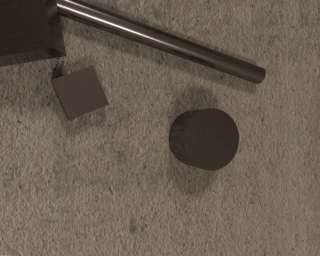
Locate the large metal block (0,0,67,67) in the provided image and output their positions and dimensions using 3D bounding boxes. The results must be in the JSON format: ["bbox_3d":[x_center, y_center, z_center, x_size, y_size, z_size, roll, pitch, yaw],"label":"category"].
[{"bbox_3d":[-0.153,-0.113,0.327,0.081,0.050,0.079,-10,94,-2],"label":"large metal block"}]

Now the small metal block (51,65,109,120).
[{"bbox_3d":[-0.096,-0.042,0.374,0.050,0.025,0.050,-25,99,-19],"label":"small metal block"}]

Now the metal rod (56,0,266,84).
[{"bbox_3d":[0.013,-0.113,0.414,0.302,0.025,0.025,14,85,-20],"label":"metal rod"}]

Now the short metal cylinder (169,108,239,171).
[{"bbox_3d":[0.058,0.014,0.419,0.081,0.050,0.079,0,90,-21],"label":"short metal cylinder"}]
